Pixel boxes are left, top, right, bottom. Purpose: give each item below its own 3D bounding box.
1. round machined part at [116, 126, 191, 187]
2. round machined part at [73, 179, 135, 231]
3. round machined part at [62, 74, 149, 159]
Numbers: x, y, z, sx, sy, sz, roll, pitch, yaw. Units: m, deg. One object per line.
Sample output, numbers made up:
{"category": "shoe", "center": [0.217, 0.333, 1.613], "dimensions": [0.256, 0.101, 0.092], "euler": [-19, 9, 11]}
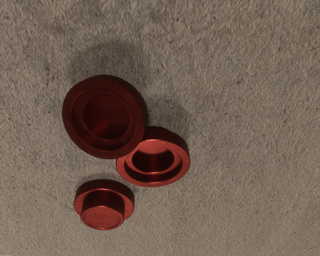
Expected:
{"category": "round machined part", "center": [-0.010, 0.035, 0.423], "dimensions": [0.099, 0.042, 0.097], "euler": [-3, 133, -2]}
{"category": "round machined part", "center": [-0.092, 0.131, 0.507], "dimensions": [0.099, 0.042, 0.097], "euler": [-1, 130, 0]}
{"category": "round machined part", "center": [-0.061, -0.016, 0.367], "dimensions": [0.098, 0.042, 0.097], "euler": [5, 112, 12]}
